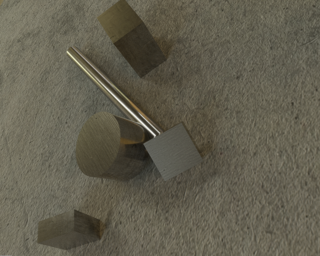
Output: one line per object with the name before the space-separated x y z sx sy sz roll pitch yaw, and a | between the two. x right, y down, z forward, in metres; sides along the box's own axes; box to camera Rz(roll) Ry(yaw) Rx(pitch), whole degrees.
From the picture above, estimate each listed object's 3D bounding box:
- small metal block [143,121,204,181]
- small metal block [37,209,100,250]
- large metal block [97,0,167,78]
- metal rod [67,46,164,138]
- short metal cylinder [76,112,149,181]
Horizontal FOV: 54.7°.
small metal block | 0.016 0.026 0.362 0.050 0.025 0.050 -29 92 9
small metal block | -0.107 0.122 0.369 0.050 0.050 0.025 -22 54 15
large metal block | -0.043 -0.137 0.475 0.050 0.080 0.080 -36 51 5
metal rod | -0.076 -0.059 0.479 0.025 0.025 0.300 -44 51 -2
short metal cylinder | -0.060 0.024 0.390 0.080 0.050 0.080 -13 69 36
